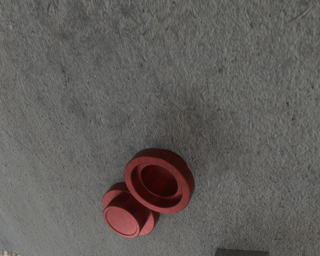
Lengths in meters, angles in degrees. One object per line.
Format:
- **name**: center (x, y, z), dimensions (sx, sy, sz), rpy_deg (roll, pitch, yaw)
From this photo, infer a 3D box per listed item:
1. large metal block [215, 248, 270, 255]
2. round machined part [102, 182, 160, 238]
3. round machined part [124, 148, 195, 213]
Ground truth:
- **large metal block**: center (0.129, 0.232, 0.466), dimensions (0.080, 0.050, 0.080), rpy_deg (-10, 114, 32)
- **round machined part**: center (-0.054, 0.141, 0.509), dimensions (0.098, 0.042, 0.097), rpy_deg (13, 124, 20)
- **round machined part**: center (0.003, 0.069, 0.436), dimensions (0.098, 0.042, 0.097), rpy_deg (13, 124, 20)
